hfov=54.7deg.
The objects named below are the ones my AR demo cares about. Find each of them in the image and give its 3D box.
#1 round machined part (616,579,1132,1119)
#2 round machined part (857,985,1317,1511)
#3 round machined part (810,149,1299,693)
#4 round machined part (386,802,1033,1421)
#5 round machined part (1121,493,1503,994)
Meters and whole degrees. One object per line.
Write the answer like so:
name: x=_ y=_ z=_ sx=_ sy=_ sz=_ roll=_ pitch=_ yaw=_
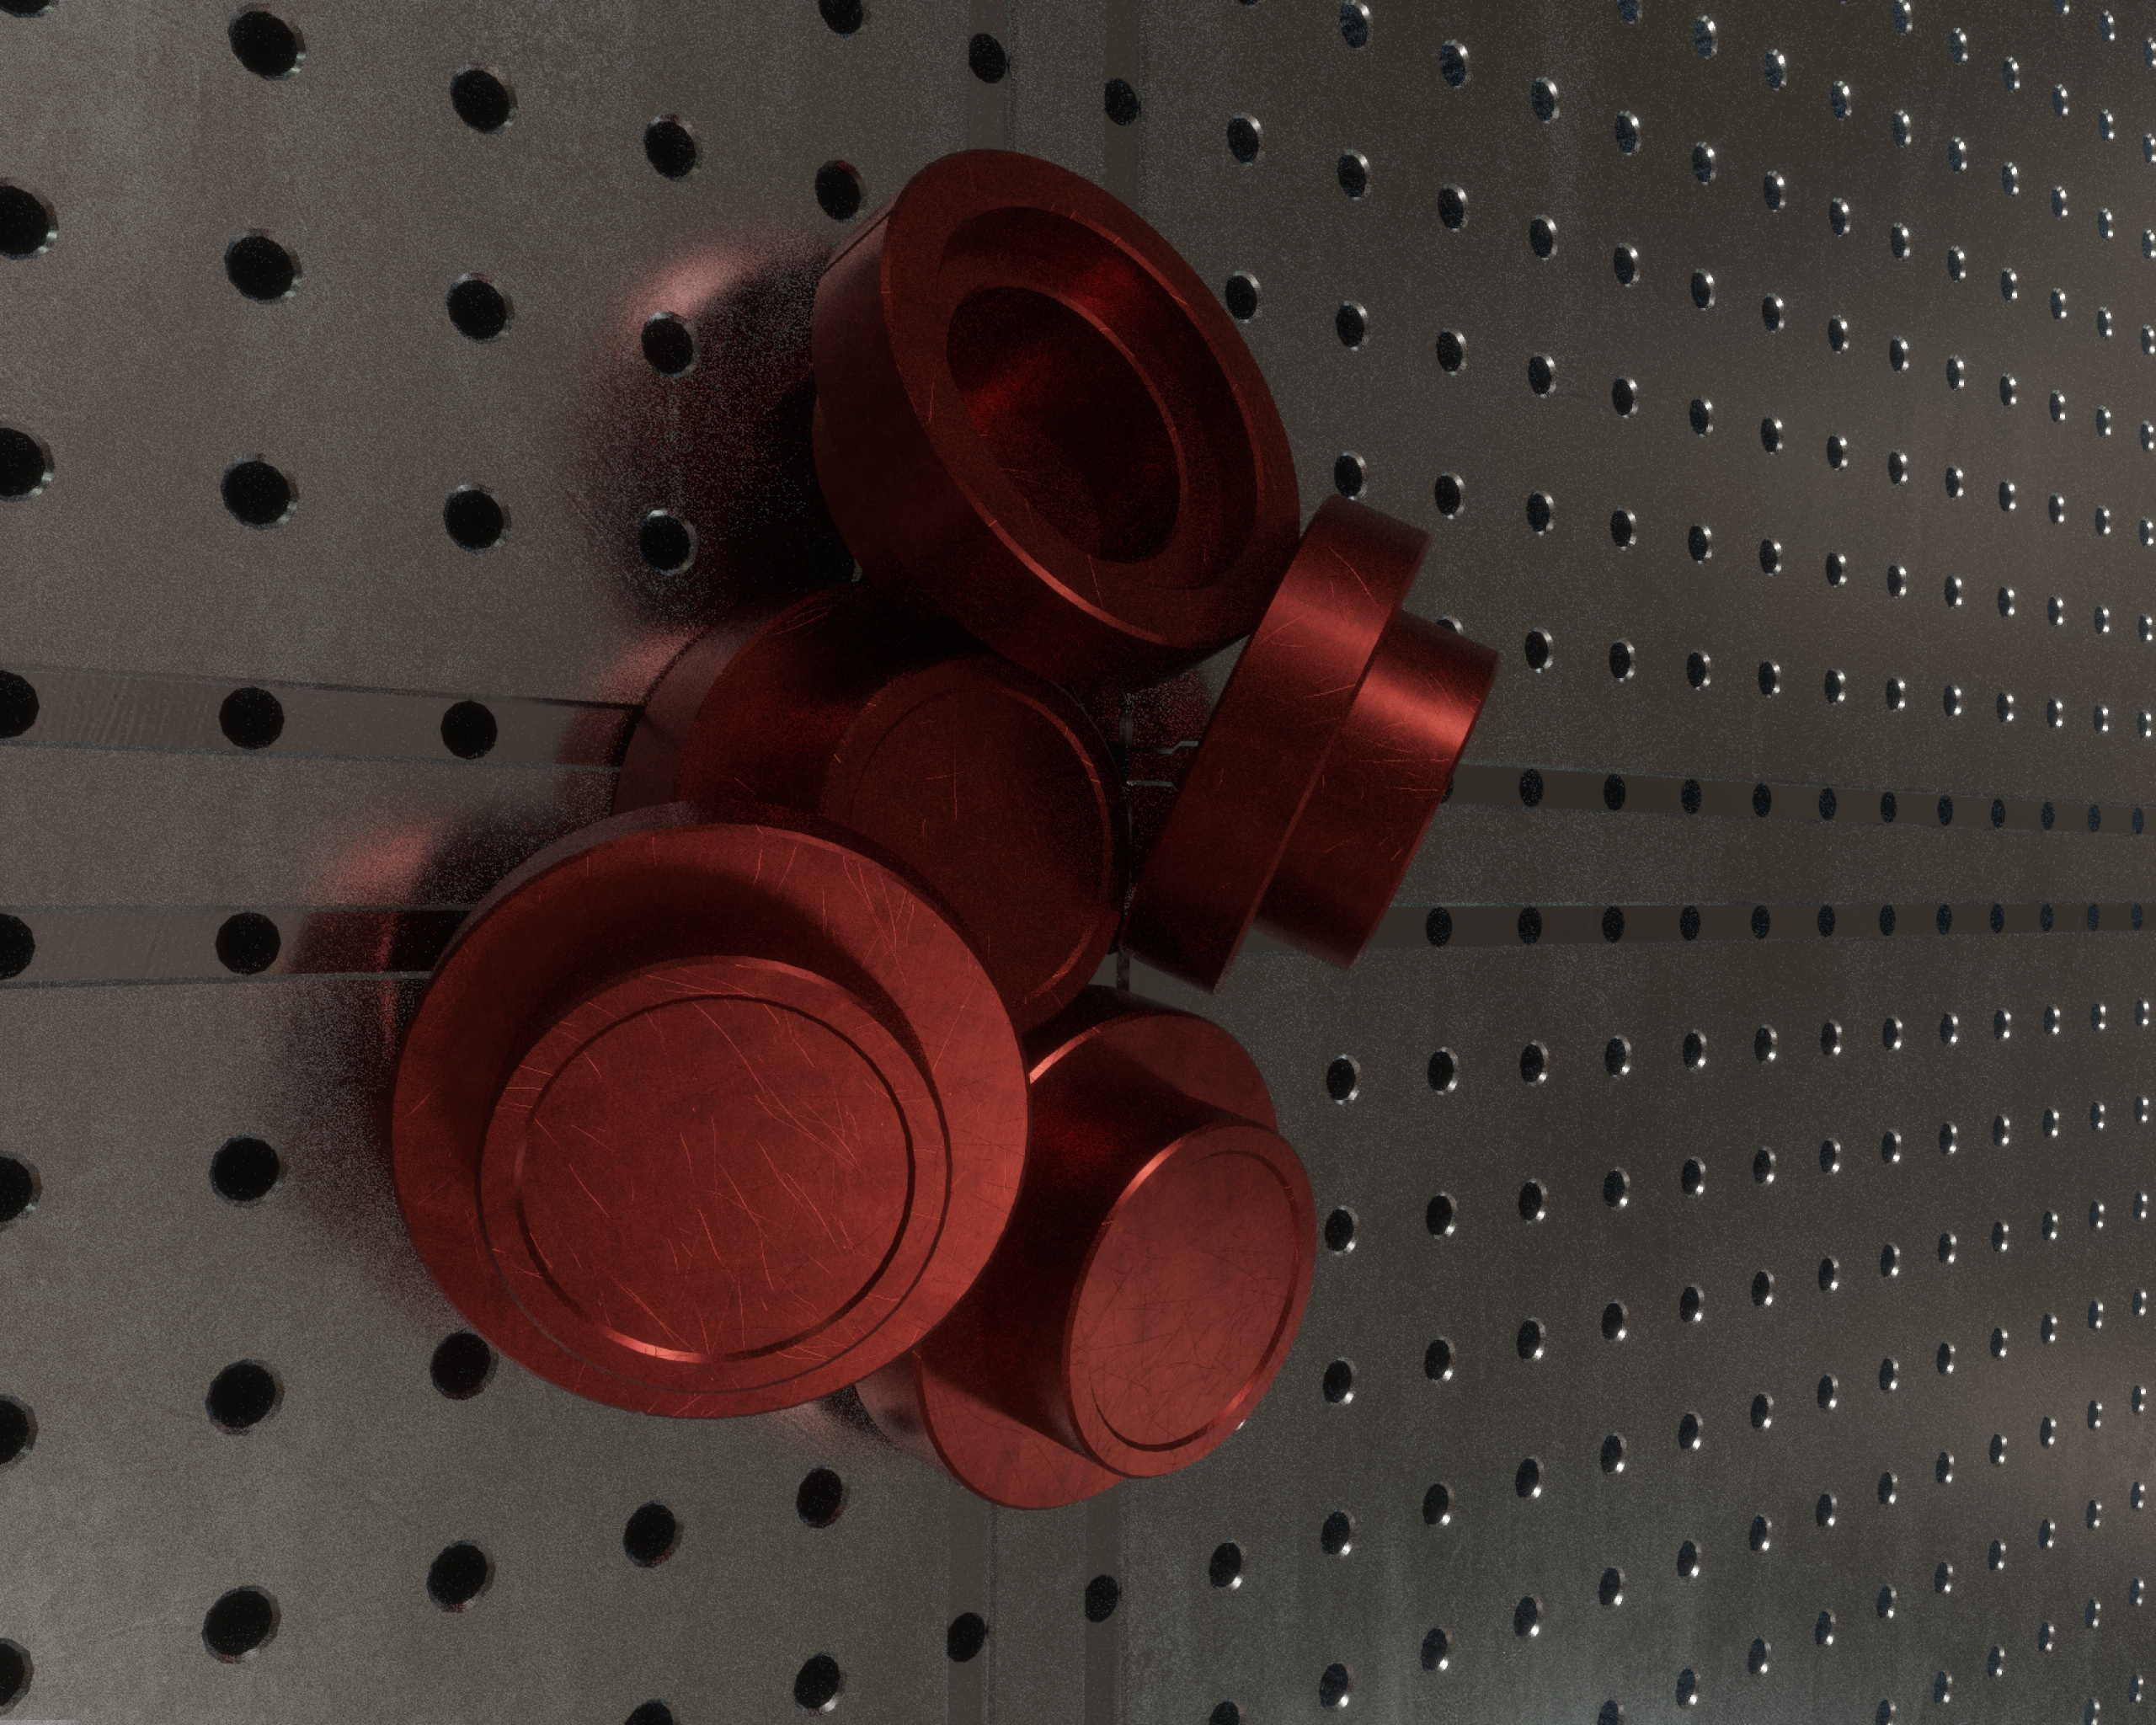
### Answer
round machined part: x=-0.029 y=-0.003 z=0.374 sx=0.099 sy=0.042 sz=0.097 roll=0 pitch=90 yaw=-40
round machined part: x=0.007 y=0.075 z=0.390 sx=0.099 sy=0.042 sz=0.097 roll=-16 pitch=113 yaw=-43
round machined part: x=-0.009 y=-0.075 z=0.378 sx=0.099 sy=0.042 sz=0.098 roll=23 pitch=54 yaw=-36
round machined part: x=-0.056 y=0.042 z=0.322 sx=0.099 sy=0.042 sz=0.097 roll=-2 pitch=103 yaw=-10
round machined part: x=0.048 y=-0.018 z=0.402 sx=0.042 sy=0.098 sz=0.098 roll=25 pitch=69 yaw=6
